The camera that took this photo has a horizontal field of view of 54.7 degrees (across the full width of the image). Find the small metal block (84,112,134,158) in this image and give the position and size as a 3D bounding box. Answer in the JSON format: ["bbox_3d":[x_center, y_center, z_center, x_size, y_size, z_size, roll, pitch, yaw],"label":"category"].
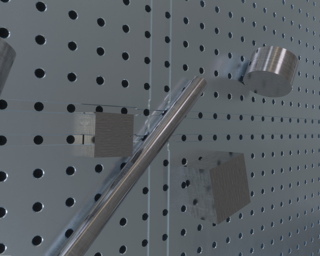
[{"bbox_3d":[-0.059,0.008,0.360,0.050,0.025,0.050,3,88,-40],"label":"small metal block"}]

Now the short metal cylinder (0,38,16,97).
[{"bbox_3d":[-0.161,-0.050,0.238,0.080,0.080,0.050,24,75,-38],"label":"short metal cylinder"}]

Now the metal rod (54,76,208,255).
[{"bbox_3d":[-0.022,0.039,0.390,0.301,0.025,0.025,-53,121,-27],"label":"metal rod"}]

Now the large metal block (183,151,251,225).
[{"bbox_3d":[0.087,0.086,0.467,0.081,0.050,0.079,-18,101,-39],"label":"large metal block"}]

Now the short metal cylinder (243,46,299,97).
[{"bbox_3d":[0.190,-0.095,0.533,0.080,0.080,0.050,36,68,-34],"label":"short metal cylinder"}]
